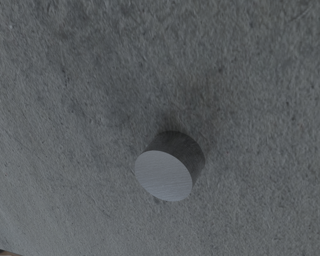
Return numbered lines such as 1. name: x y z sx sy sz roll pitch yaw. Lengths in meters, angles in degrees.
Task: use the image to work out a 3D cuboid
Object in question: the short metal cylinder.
1. short metal cylinder: 0.013 0.050 0.414 0.080 0.050 0.079 13 124 20
